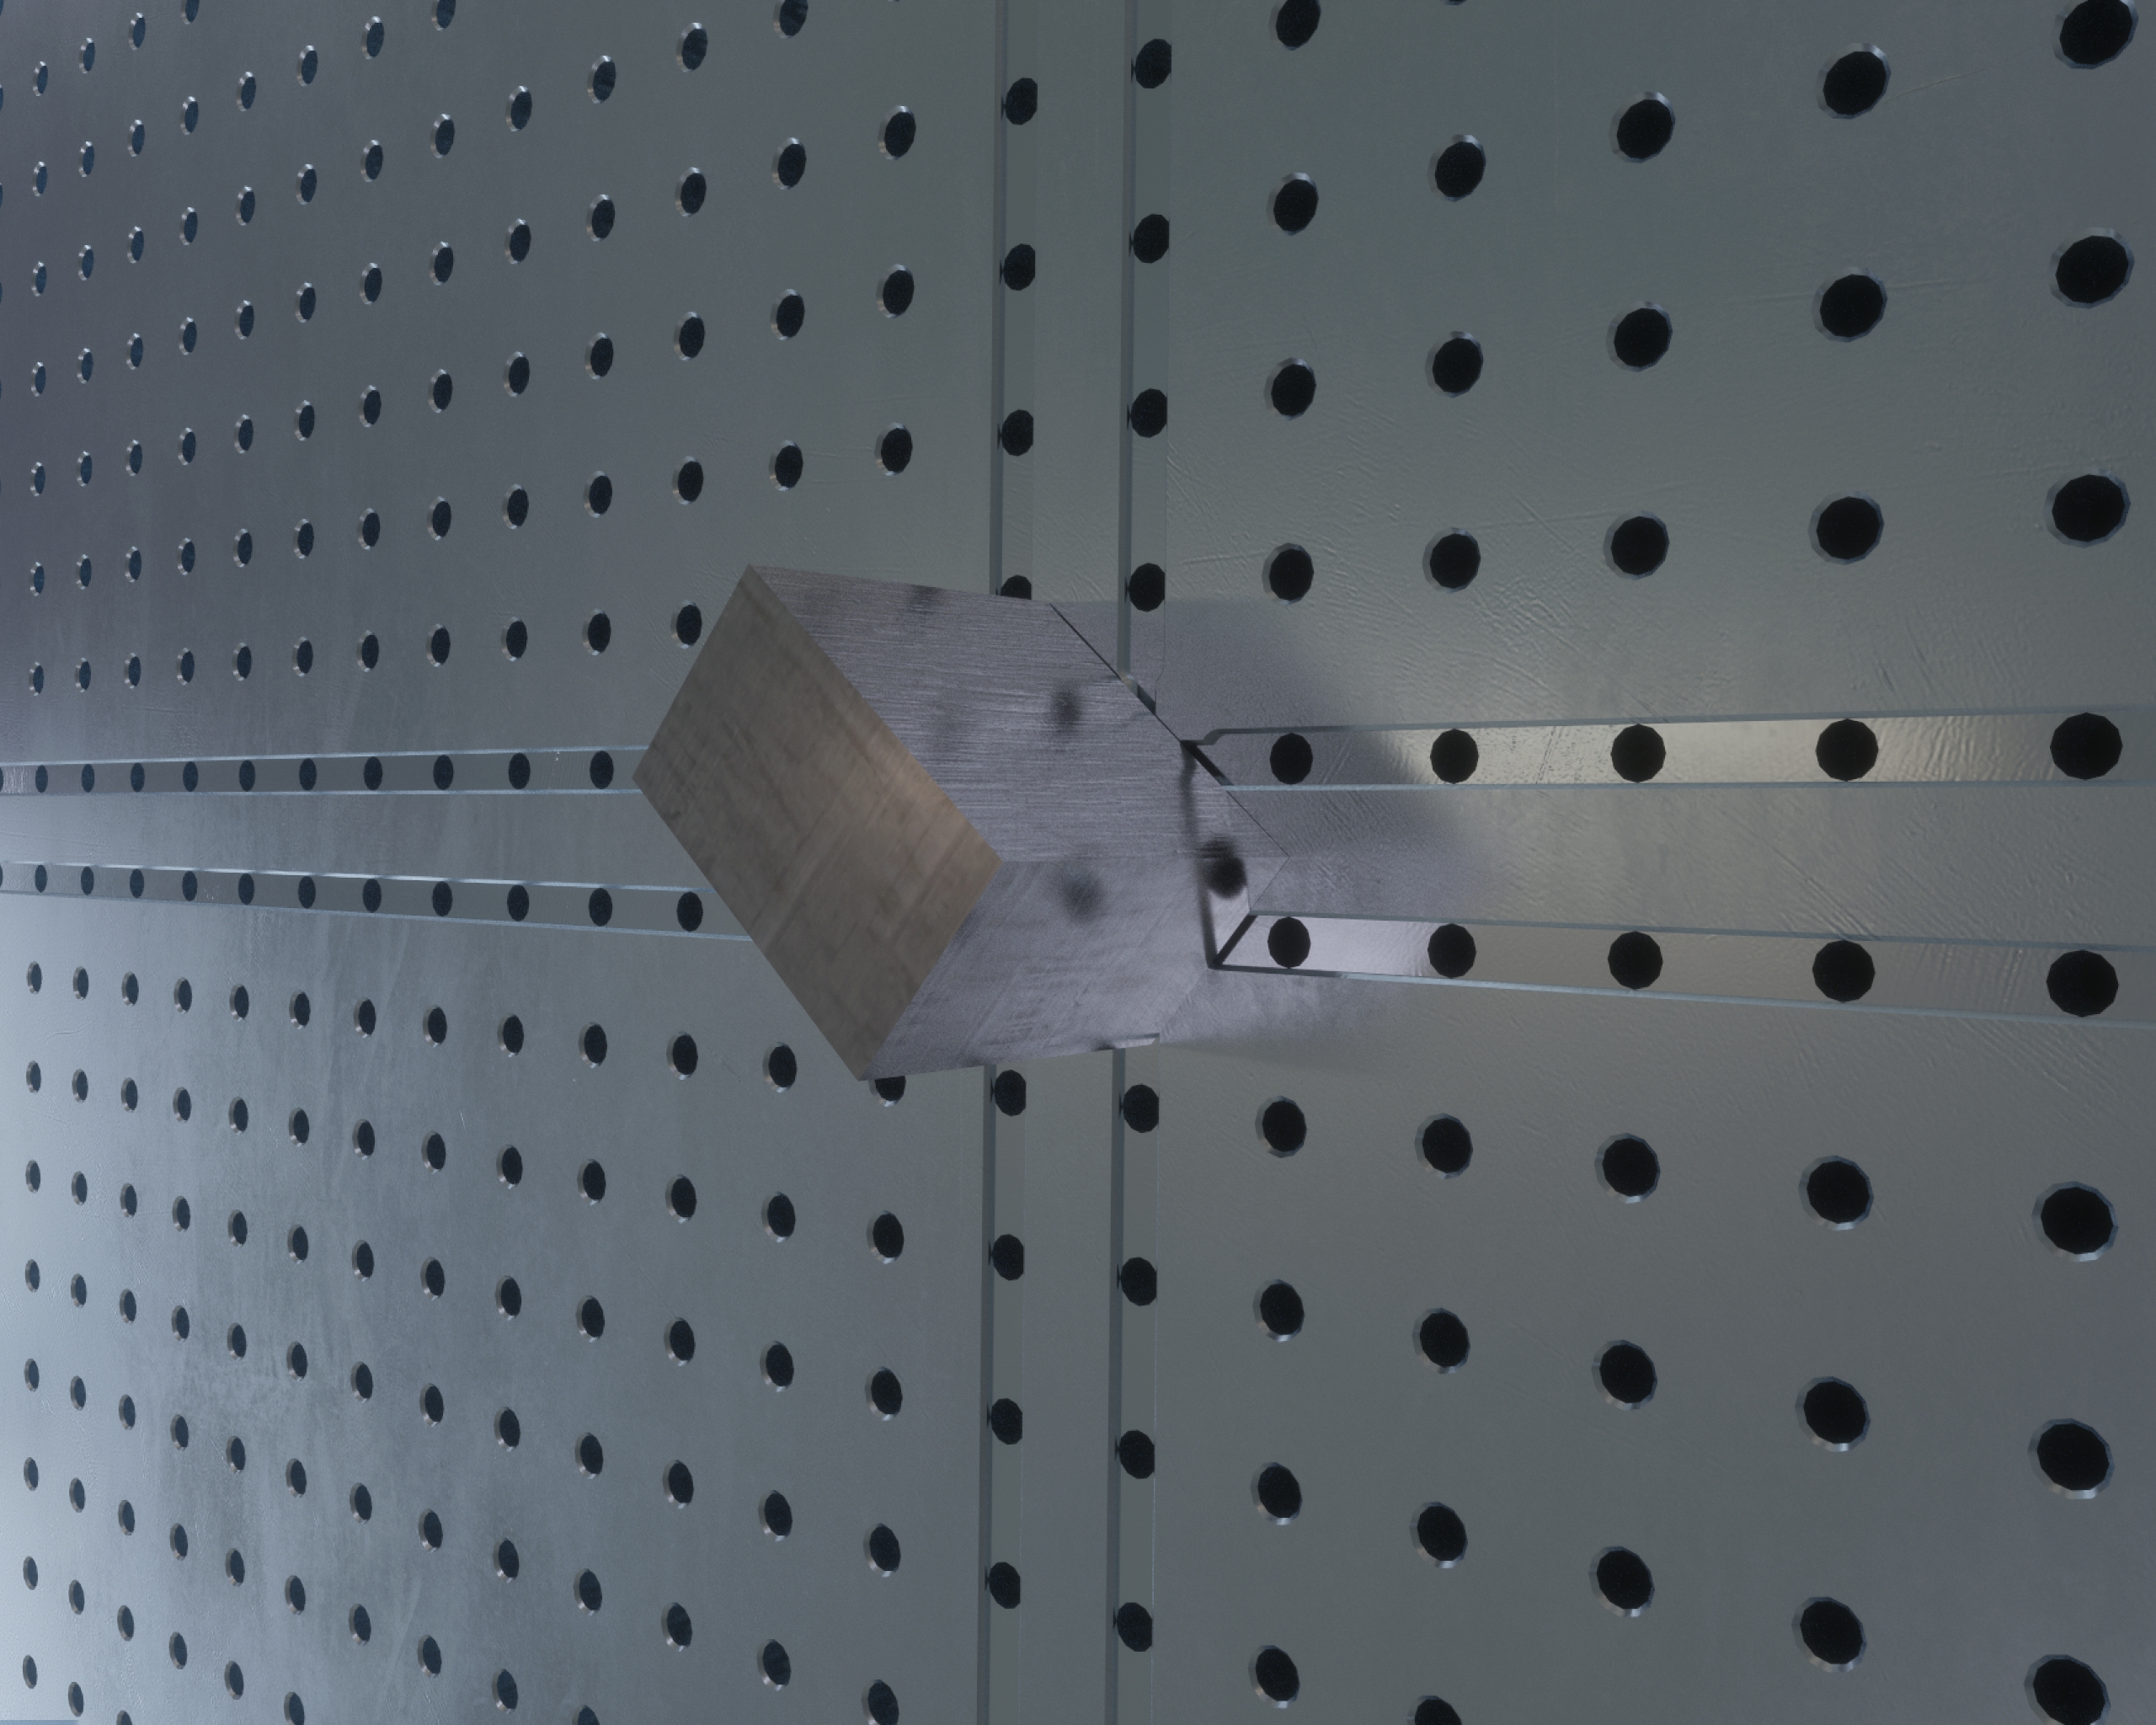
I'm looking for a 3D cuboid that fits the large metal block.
[{"bbox_3d":[-0.022,-0.008,0.392,0.080,0.081,0.050,49,119,28],"label":"large metal block"}]
